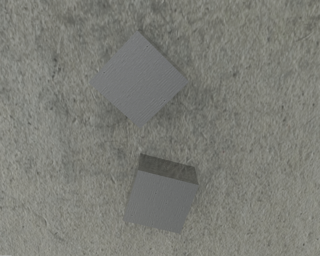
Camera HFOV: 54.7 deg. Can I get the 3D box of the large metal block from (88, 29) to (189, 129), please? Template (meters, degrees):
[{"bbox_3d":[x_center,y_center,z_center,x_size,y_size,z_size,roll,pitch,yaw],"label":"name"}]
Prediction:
[{"bbox_3d":[-0.024,-0.061,0.374,0.080,0.050,0.080,43,104,-15],"label":"large metal block"}]

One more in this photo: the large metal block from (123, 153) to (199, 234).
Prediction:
[{"bbox_3d":[0.000,0.090,0.430,0.081,0.050,0.079,15,109,-6],"label":"large metal block"}]
